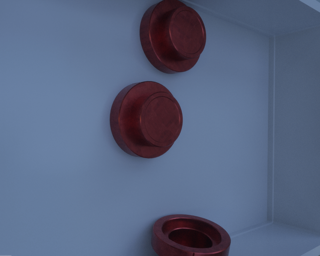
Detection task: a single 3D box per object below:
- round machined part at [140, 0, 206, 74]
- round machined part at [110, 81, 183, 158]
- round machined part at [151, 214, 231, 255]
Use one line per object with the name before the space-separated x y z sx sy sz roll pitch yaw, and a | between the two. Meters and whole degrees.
round machined part | 0.025 -0.125 0.418 0.099 0.042 0.097 0 90 -40
round machined part | -0.010 -0.011 0.389 0.099 0.042 0.097 0 90 -40
round machined part | 0.037 0.152 0.395 0.099 0.098 0.042 0 102 -40
